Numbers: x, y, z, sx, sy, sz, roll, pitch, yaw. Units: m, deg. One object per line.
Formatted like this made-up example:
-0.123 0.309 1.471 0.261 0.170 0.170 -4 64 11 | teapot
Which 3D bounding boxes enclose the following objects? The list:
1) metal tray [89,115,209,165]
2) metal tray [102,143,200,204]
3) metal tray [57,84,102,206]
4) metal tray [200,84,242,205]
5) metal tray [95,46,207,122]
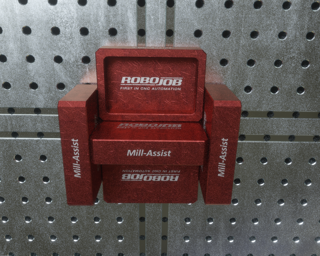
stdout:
-0.012 0.012 0.381 0.131 0.090 0.030 1 110 -1 | metal tray
-0.013 0.059 0.431 0.131 0.030 0.089 1 110 -1 | metal tray
-0.093 0.018 0.383 0.030 0.090 0.129 1 110 -1 | metal tray
0.069 0.018 0.386 0.030 0.090 0.129 1 110 -1 | metal tray
-0.011 -0.055 0.390 0.131 0.030 0.089 1 110 -1 | metal tray
